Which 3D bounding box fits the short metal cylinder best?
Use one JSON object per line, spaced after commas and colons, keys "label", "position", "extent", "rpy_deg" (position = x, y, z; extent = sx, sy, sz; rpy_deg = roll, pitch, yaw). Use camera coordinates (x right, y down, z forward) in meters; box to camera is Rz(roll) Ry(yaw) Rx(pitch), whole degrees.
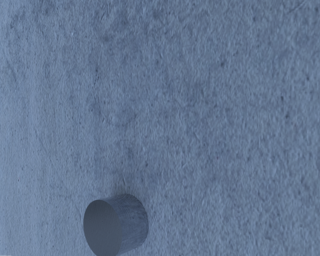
{"label": "short metal cylinder", "position": [-0.063, 0.137, 0.438], "extent": [0.080, 0.050, 0.079], "rpy_deg": [0, 90, 39]}
